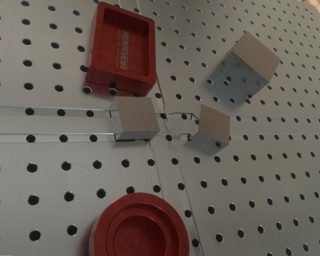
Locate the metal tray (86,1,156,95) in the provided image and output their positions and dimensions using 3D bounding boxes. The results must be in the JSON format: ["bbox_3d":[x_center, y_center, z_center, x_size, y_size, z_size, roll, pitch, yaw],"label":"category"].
[{"bbox_3d":[-0.053,-0.116,0.448,0.091,0.030,0.130,12,57,-22],"label":"metal tray"}]

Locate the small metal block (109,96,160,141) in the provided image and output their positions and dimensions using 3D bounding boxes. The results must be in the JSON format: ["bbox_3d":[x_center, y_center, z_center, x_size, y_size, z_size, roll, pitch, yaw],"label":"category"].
[{"bbox_3d":[-0.033,-0.012,0.399,0.050,0.025,0.050,-1,62,-29],"label":"small metal block"}]

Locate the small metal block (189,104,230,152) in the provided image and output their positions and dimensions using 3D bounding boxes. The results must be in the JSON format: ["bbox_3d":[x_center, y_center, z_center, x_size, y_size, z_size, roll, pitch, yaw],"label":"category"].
[{"bbox_3d":[0.073,-0.001,0.450,0.050,0.025,0.050,22,53,-15],"label":"small metal block"}]

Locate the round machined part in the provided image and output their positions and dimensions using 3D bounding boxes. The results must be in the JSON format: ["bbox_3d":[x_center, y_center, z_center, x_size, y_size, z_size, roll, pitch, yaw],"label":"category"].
[{"bbox_3d":[-0.023,0.119,0.313,0.099,0.042,0.098,14,56,-21],"label":"round machined part"}]

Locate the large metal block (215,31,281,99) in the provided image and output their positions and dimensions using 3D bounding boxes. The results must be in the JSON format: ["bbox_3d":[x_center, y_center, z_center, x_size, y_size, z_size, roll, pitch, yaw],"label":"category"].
[{"bbox_3d":[0.156,-0.112,0.548,0.080,0.050,0.080,40,51,-2],"label":"large metal block"}]
